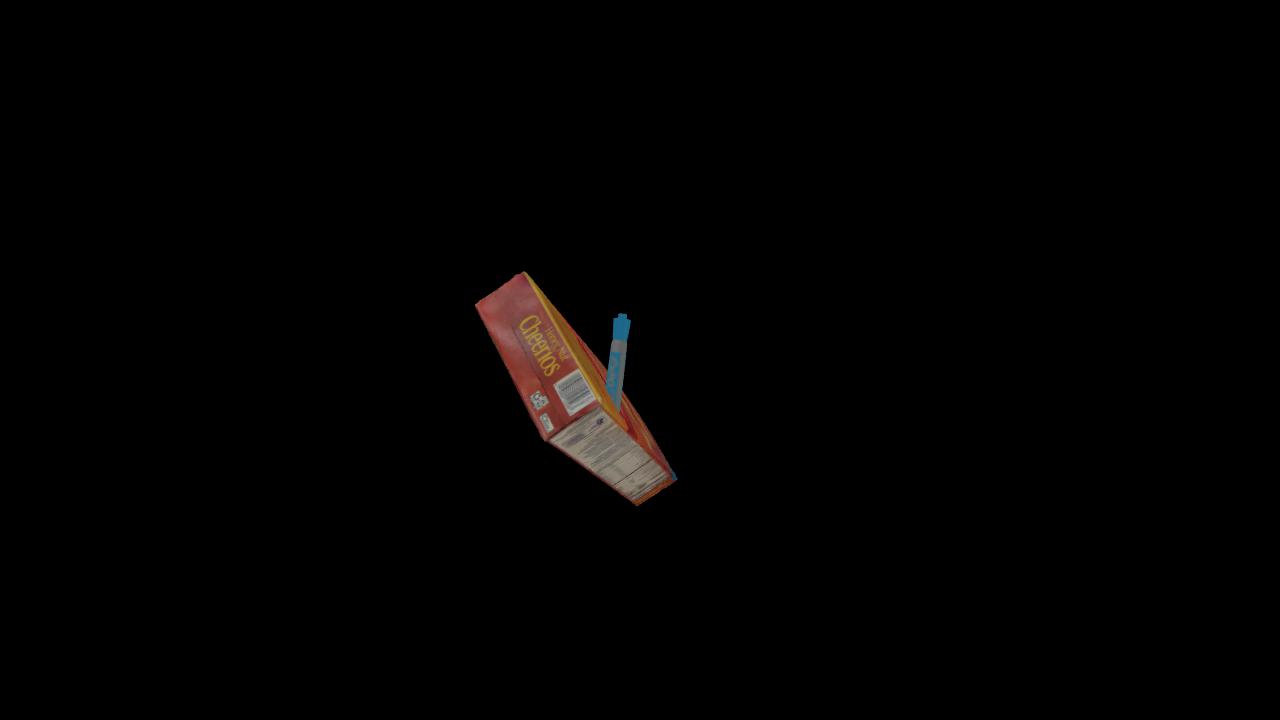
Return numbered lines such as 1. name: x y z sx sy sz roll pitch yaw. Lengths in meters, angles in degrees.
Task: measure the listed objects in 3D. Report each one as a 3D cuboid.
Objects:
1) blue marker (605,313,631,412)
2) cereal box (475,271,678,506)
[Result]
1. blue marker: -0.025 0.011 0.652 0.020 0.121 0.020 7 -1 0
2. cereal box: -0.066 0.050 0.767 0.081 0.203 0.306 -34 -31 1
